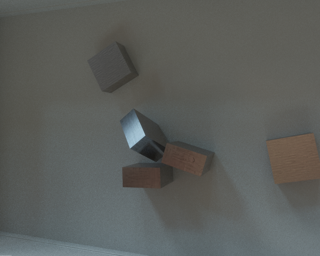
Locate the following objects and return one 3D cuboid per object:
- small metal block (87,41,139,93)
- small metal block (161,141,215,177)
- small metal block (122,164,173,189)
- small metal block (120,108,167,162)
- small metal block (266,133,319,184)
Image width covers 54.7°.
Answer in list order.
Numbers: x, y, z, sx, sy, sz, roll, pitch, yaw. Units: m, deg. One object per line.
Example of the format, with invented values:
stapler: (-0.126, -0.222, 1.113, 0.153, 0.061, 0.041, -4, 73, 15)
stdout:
small metal block: (-0.066, -0.084, 0.434, 0.050, 0.025, 0.050, -29, 81, 17)
small metal block: (0.036, 0.036, 0.384, 0.050, 0.050, 0.025, 18, 96, 19)
small metal block: (-0.015, 0.061, 0.402, 0.050, 0.050, 0.025, -2, 90, 20)
small metal block: (-0.019, 0.010, 0.394, 0.025, 0.050, 0.050, -41, 46, 16)
small metal block: (0.153, 0.034, 0.356, 0.050, 0.025, 0.050, -12, 86, 19)
